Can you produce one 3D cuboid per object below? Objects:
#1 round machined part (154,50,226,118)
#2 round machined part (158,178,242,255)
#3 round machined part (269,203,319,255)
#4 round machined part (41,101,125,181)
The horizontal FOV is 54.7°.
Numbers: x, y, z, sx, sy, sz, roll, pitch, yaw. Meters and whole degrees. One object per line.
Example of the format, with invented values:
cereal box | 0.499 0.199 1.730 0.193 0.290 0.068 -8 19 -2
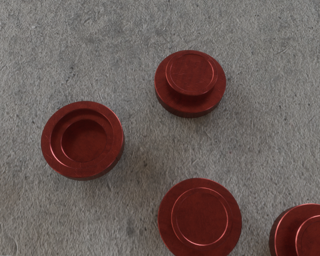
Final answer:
round machined part | 0.041 -0.066 0.423 0.099 0.042 0.098 0 70 0
round machined part | 0.046 0.106 0.360 0.099 0.042 0.098 0 70 0
round machined part | 0.180 0.135 0.351 0.099 0.042 0.098 0 70 0
round machined part | -0.093 0.019 0.392 0.099 0.042 0.098 0 70 0
